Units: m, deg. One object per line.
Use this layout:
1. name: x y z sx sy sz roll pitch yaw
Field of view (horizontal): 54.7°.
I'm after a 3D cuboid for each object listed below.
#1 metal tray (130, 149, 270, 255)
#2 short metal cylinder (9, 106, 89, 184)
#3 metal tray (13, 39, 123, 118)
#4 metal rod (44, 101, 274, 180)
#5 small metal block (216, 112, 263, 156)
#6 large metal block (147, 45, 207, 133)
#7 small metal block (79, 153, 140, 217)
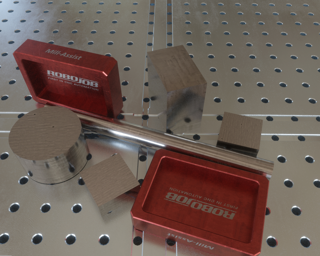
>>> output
1. metal tray: 0.045 0.080 0.336 0.131 0.030 0.090 14 52 11
2. short metal cylinder: -0.131 0.020 0.373 0.080 0.050 0.080 0 50 0
3. metal tray: -0.119 -0.062 0.415 0.131 0.090 0.030 14 52 12
4. metal rod: -0.012 0.013 0.396 0.301 0.025 0.025 15 52 12
5. small metal block: 0.102 0.010 0.399 0.050 0.025 0.050 13 51 11
6. large metal block: 0.020 -0.051 0.417 0.050 0.080 0.080 -14 52 -12
7. small metal block: -0.057 0.064 0.354 0.050 0.025 0.050 -26 55 -20
